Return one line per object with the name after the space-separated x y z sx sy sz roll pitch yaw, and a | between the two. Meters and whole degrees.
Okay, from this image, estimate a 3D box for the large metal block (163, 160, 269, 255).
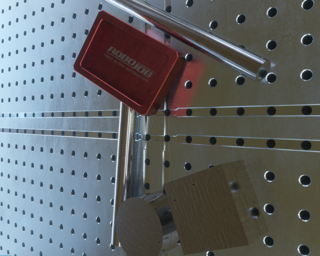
0.060 0.087 0.342 0.080 0.050 0.080 -27 73 36 | large metal block

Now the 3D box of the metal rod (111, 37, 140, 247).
-0.048 0.020 0.446 0.025 0.025 0.298 7 94 39 | metal rod

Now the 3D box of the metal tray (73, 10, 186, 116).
-0.043 -0.086 0.410 0.130 0.030 0.090 34 104 18 | metal tray

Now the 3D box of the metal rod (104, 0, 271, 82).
0.008 -0.137 0.401 0.300 0.025 0.025 38 113 33 | metal rod

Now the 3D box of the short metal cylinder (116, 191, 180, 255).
-0.011 0.125 0.401 0.080 0.050 0.079 0 90 39 | short metal cylinder
